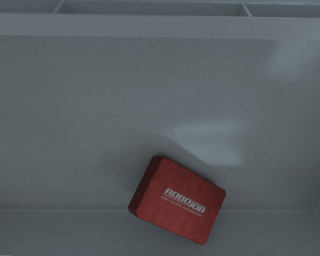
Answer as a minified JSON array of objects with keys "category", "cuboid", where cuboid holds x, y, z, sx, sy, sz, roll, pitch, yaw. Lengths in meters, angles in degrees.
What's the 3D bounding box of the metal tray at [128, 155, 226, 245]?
[{"category":"metal tray","cuboid":[0.029,0.108,0.462,0.131,0.090,0.030,31,167,-24]}]
